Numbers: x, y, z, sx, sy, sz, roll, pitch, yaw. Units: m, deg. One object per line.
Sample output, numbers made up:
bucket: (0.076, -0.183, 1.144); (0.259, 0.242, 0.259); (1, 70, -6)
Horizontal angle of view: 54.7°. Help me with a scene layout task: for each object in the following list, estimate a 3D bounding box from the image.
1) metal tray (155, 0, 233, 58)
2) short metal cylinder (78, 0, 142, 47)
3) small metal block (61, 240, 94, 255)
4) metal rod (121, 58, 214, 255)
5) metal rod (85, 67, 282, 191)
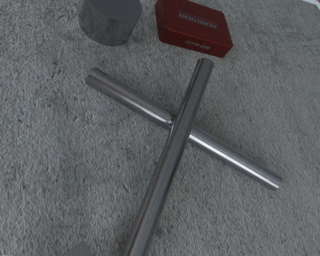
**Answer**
metal tray: (0.059, -0.179, 0.544); (0.131, 0.030, 0.090); (8, 58, -25)
short metal cylinder: (-0.073, -0.167, 0.452); (0.081, 0.050, 0.080); (14, 56, -21)
small metal block: (-0.086, 0.126, 0.265); (0.050, 0.050, 0.025); (-29, 78, -38)
metal rod: (0.016, 0.028, 0.372); (0.025, 0.025, 0.300); (29, 59, -11)
metal rod: (0.039, 0.006, 0.423); (0.301, 0.025, 0.025); (30, 52, -10)
